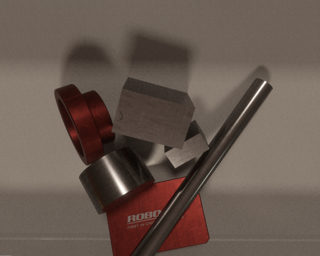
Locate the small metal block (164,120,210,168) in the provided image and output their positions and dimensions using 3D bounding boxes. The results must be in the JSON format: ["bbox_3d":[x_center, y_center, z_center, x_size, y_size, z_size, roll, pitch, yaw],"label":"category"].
[{"bbox_3d":[0.034,0.020,0.406,0.050,0.050,0.025,-31,107,10],"label":"small metal block"}]

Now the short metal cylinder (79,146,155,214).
[{"bbox_3d":[-0.053,0.066,0.391,0.080,0.080,0.050,-36,75,12],"label":"short metal cylinder"}]

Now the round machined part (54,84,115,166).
[{"bbox_3d":[-0.088,-0.007,0.375,0.042,0.098,0.097,-24,111,-21],"label":"round machined part"}]

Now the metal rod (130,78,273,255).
[{"bbox_3d":[0.046,0.066,0.395,0.025,0.025,0.299,35,90,-12],"label":"metal rod"}]

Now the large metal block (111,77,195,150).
[{"bbox_3d":[-0.008,-0.021,0.373,0.081,0.080,0.050,15,107,-6],"label":"large metal block"}]

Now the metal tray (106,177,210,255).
[{"bbox_3d":[-0.005,0.123,0.431,0.131,0.030,0.090,-12,78,4],"label":"metal tray"}]
